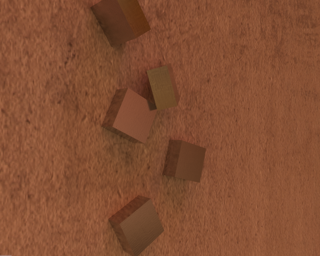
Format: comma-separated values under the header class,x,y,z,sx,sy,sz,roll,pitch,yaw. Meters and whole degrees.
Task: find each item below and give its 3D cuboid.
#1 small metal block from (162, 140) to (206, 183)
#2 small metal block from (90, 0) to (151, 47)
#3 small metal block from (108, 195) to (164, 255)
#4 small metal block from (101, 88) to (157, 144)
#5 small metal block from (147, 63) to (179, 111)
class,x,y,z,sx,sy,sz,roll,pitch,yaw
small metal block,0.035,0.047,0.437,0.050,0.025,0.050,20,77,-39
small metal block,-0.045,-0.125,0.352,0.025,0.050,0.050,-42,116,-32
small metal block,-0.028,0.120,0.383,0.050,0.025,0.050,-33,111,-35
small metal block,-0.036,-0.014,0.377,0.050,0.025,0.050,31,71,-36
small metal block,0.006,-0.054,0.394,0.050,0.025,0.050,-65,141,-73
